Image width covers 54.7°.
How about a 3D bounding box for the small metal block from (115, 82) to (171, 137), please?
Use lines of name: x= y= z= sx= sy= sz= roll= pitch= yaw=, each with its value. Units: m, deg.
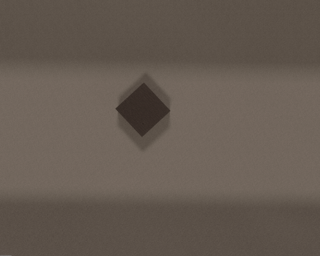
small metal block: x=-0.022 y=-0.024 z=0.411 sx=0.050 sy=0.025 sz=0.050 roll=-43 pitch=91 yaw=0
